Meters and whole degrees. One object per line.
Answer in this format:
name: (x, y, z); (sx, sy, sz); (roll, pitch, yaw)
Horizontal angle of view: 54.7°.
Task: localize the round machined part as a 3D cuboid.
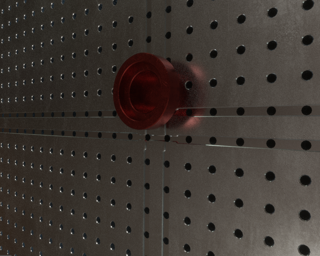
round machined part: (-0.013, -0.046, 0.407); (0.098, 0.042, 0.097); (0, 90, 39)
